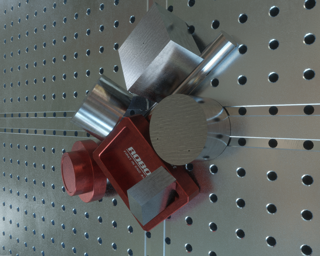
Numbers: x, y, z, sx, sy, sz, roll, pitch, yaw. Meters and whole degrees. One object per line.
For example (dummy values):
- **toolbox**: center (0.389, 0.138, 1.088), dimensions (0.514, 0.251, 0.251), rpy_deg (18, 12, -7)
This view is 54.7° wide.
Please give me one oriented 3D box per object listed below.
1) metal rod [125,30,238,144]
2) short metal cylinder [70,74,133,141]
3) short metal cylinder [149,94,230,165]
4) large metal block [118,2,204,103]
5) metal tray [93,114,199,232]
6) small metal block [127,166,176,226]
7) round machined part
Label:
- **metal rod**: center (-0.013, -0.009, 0.422), dimensions (0.299, 0.025, 0.025), rpy_deg (-45, 63, 31)
- **short metal cylinder**: center (-0.082, -0.029, 0.434), dimensions (0.080, 0.050, 0.080), rpy_deg (-49, 18, 22)
- **short metal cylinder**: center (0.034, 0.002, 0.364), dimensions (0.080, 0.050, 0.079), rpy_deg (0, 90, 40)
- **large metal block**: center (-0.003, -0.091, 0.380), dimensions (0.080, 0.050, 0.080), rpy_deg (-44, 44, 31)
- **metal tray**: center (-0.022, 0.058, 0.406), dimensions (0.090, 0.030, 0.130), rpy_deg (-45, 76, 31)
- **small metal block**: center (-0.009, 0.080, 0.362), dimensions (0.025, 0.050, 0.050), rpy_deg (41, 150, 30)
- **round machined part**: center (-0.124, 0.068, 0.483), dimensions (0.098, 0.042, 0.097), rpy_deg (14, 107, 54)
